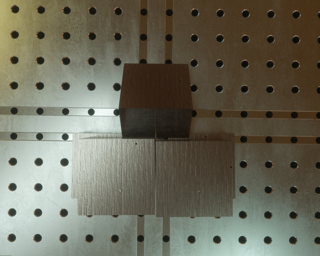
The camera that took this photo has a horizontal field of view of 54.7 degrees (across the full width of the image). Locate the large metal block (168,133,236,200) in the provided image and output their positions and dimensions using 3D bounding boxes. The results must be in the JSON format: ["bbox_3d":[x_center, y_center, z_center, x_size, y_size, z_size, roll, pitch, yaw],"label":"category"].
[{"bbox_3d":[0.051,0.047,0.401,0.081,0.050,0.079,-1,90,-1],"label":"large metal block"}]

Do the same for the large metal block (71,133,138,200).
[{"bbox_3d":[-0.067,0.047,0.401,0.081,0.050,0.079,2,90,-1],"label":"large metal block"}]

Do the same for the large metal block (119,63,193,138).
[{"bbox_3d":[-0.005,-0.035,0.380,0.081,0.050,0.080,0,48,-1],"label":"large metal block"}]

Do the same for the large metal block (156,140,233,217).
[{"bbox_3d":[0.036,0.053,0.349,0.081,0.050,0.079,0,90,-1],"label":"large metal block"}]

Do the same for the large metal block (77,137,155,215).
[{"bbox_3d":[-0.046,0.051,0.347,0.081,0.050,0.079,0,90,-1],"label":"large metal block"}]
